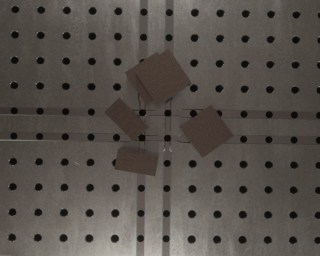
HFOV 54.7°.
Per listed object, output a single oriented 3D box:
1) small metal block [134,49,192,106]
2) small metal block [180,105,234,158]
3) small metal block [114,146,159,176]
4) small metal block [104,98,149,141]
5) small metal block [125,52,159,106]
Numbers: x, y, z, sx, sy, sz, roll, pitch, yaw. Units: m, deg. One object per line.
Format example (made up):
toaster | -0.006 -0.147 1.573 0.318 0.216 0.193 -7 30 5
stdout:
small metal block | 0.004 -0.062 0.389 0.050 0.025 0.050 -34 91 -1
small metal block | 0.061 0.004 0.414 0.050 0.025 0.050 -36 90 0
small metal block | -0.028 0.042 0.401 0.050 0.050 0.025 10 90 -1
small metal block | -0.041 -0.010 0.400 0.025 0.050 0.050 -45 91 0
small metal block | -0.011 -0.065 0.413 0.050 0.025 0.050 -33 90 0
